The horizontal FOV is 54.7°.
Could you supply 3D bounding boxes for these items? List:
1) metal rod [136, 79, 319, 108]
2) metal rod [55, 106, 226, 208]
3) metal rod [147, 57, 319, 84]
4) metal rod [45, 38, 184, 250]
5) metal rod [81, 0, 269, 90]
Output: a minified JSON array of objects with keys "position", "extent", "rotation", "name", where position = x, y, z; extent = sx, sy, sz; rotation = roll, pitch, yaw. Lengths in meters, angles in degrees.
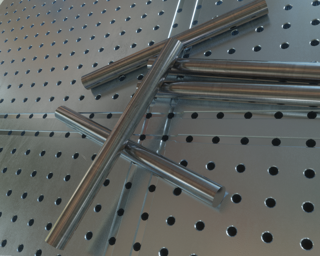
[{"position":[0.101,-0.043,0.380],"extent":[0.300,0.025,0.025],"rotation":[7,65,30],"name":"metal rod"},{"position":[-0.049,0.024,0.417],"extent":[0.300,0.025,0.025],"rotation":[24,74,36],"name":"metal rod"},{"position":[0.114,-0.073,0.392],"extent":[0.300,0.025,0.025],"rotation":[10,67,32],"name":"metal rod"},{"position":[-0.049,0.008,0.394],"extent":[0.025,0.025,0.300],"rotation":[19,71,35],"name":"metal rod"},{"position":[0.012,-0.124,0.476],"extent":[0.301,0.025,0.025],"rotation":[-20,54,16],"name":"metal rod"}]
